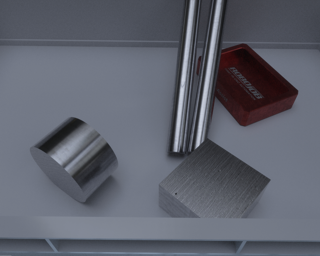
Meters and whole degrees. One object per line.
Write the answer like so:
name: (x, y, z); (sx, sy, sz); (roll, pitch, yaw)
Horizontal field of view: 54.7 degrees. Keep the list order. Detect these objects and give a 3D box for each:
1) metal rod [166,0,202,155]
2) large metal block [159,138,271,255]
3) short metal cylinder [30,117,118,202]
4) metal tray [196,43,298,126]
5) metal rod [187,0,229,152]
metal rod: (0.038, -0.114, 0.414); (0.025, 0.025, 0.299); (6, 77, 5)
large metal block: (0.056, 0.070, 0.331); (0.080, 0.050, 0.080); (35, 58, 25)
short metal cylinder: (-0.093, 0.035, 0.339); (0.080, 0.080, 0.050); (29, 56, 22)
metal tray: (0.125, -0.069, 0.461); (0.091, 0.030, 0.130); (-20, 53, -17)
metal rod: (0.071, -0.112, 0.414); (0.025, 0.025, 0.299); (9, 77, 7)
